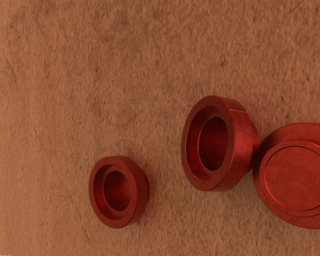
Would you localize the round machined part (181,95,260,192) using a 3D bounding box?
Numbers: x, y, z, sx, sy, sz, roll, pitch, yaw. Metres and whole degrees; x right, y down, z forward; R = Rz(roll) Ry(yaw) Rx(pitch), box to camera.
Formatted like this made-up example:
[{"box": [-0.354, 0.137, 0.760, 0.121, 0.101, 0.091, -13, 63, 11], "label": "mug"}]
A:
[{"box": [0.064, 0.017, 0.323, 0.098, 0.042, 0.098, 151, 123, -60], "label": "round machined part"}]

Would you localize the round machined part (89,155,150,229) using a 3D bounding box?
[{"box": [-0.053, 0.087, 0.436, 0.098, 0.042, 0.097, 0, 90, 39], "label": "round machined part"}]

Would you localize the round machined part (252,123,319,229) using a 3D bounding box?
[{"box": [0.132, 0.044, 0.285, 0.098, 0.042, 0.097, 0, 90, 39], "label": "round machined part"}]
